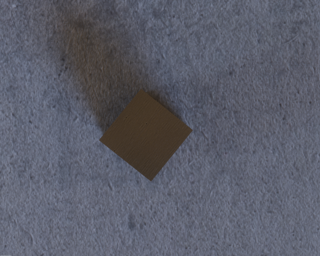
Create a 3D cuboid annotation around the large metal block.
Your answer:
[{"bbox_3d":[-0.017,0.008,0.397,0.080,0.050,0.080,39,90,-1],"label":"large metal block"}]
